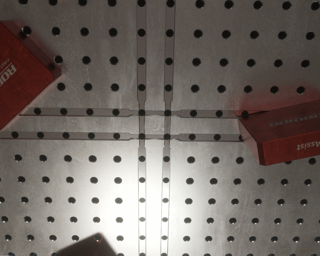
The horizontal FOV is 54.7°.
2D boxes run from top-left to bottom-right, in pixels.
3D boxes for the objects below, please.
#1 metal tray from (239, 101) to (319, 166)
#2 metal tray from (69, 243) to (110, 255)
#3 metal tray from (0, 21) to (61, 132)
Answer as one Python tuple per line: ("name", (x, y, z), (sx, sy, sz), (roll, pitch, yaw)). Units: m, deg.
("metal tray", (0.174, 0.001, 0.381), (0.131, 0.090, 0.030), (-12, 110, 4))
("metal tray", (-0.105, 0.259, 0.504), (0.090, 0.030, 0.130), (-27, 108, 9))
("metal tray", (-0.203, -0.058, 0.387), (0.130, 0.030, 0.090), (-39, 106, 12))
